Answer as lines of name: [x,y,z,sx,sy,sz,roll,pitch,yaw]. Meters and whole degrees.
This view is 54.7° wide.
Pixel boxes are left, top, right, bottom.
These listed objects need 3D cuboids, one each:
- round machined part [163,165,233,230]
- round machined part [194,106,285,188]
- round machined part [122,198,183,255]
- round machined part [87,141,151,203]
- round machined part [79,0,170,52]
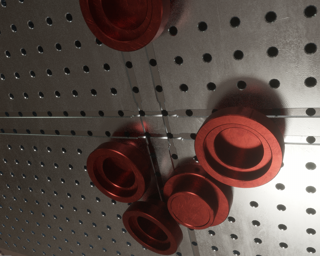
round machined part: [0.049,0.104,0.437,0.098,0.042,0.097,13,124,20]
round machined part: [0.094,0.018,0.362,0.098,0.042,0.097,13,124,20]
round machined part: [-0.007,0.150,0.489,0.098,0.042,0.097,20,133,22]
round machined part: [-0.057,0.062,0.467,0.098,0.042,0.097,13,124,20]
round machined part: [-0.034,-0.136,0.333,0.098,0.042,0.097,13,124,20]
